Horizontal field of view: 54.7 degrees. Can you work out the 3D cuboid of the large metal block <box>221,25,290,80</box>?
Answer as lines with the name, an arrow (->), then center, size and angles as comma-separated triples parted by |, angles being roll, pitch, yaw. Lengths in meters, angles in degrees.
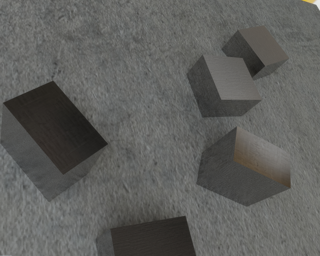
large metal block -> 0.175, -0.137, 0.568 | 0.081, 0.050, 0.080 | -22, 74, -36

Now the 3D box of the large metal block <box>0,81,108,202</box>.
large metal block -> -0.107, 0.015, 0.302 | 0.080, 0.080, 0.050 | 48, 51, 5

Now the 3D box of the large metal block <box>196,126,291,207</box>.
large metal block -> 0.105, 0.052, 0.395 | 0.080, 0.080, 0.050 | 26, 53, -13

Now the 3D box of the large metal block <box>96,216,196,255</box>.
large metal block -> -0.011, 0.137, 0.300 | 0.081, 0.050, 0.080 | 0, 62, -29

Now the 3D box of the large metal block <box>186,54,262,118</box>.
large metal block -> 0.098, -0.064, 0.482 | 0.081, 0.050, 0.080 | -3, 63, -30
